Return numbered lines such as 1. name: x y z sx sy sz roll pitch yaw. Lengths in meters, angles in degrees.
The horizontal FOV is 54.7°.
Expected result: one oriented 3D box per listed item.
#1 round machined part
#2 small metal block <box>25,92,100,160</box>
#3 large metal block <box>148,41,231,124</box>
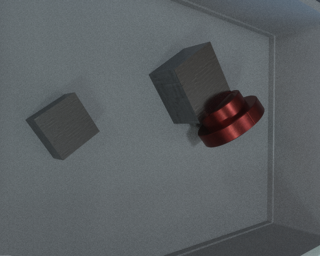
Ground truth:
1. round machined part: 0.094 -0.019 0.443 0.099 0.098 0.042 -42 102 -32
2. small metal block: -0.100 -0.002 0.324 0.050 0.025 0.050 -43 116 -32
3. large metal block: 0.044 -0.061 0.429 0.080 0.050 0.080 -43 116 -32
